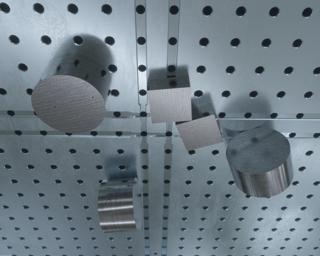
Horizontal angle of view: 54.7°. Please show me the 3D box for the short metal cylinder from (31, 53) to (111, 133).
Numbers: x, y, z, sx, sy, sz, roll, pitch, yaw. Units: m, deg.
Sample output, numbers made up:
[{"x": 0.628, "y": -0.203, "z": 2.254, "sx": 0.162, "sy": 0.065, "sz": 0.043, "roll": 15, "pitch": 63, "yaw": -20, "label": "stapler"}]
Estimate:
[{"x": -0.100, "y": -0.040, "z": 0.360, "sx": 0.081, "sy": 0.050, "sz": 0.079, "roll": 0, "pitch": 130, "yaw": 0, "label": "short metal cylinder"}]

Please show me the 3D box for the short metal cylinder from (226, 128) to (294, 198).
[{"x": 0.134, "y": 0.045, "z": 0.416, "sx": 0.080, "sy": 0.080, "sz": 0.050, "roll": -16, "pitch": 128, "yaw": 13, "label": "short metal cylinder"}]

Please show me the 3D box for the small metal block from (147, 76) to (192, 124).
[{"x": 0.012, "y": -0.034, "z": 0.382, "sx": 0.050, "sy": 0.025, "sz": 0.050, "roll": -4, "pitch": 130, "yaw": 3, "label": "small metal block"}]

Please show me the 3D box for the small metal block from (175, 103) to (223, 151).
[{"x": 0.052, "y": -0.001, "z": 0.412, "sx": 0.050, "sy": 0.025, "sz": 0.050, "roll": -16, "pitch": 129, "yaw": 13, "label": "small metal block"}]

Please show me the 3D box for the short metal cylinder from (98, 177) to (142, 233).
[{"x": -0.059, "y": 0.118, "z": 0.475, "sx": 0.050, "sy": 0.080, "sz": 0.080, "roll": -6, "pitch": 130, "yaw": 4, "label": "short metal cylinder"}]
